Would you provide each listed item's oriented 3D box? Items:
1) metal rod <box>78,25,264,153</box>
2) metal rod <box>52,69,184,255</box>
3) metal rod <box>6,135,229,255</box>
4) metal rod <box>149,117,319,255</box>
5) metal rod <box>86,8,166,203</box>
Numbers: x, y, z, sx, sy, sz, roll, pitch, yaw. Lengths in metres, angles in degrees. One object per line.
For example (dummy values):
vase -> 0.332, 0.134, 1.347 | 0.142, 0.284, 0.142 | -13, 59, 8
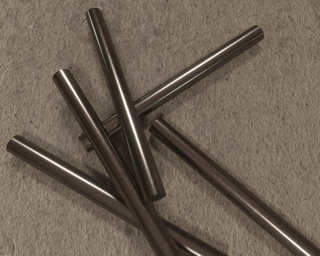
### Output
metal rod -> 0.024, -0.060, 0.430 | 0.301, 0.025, 0.025 | -34, 74, -12
metal rod -> -0.048, 0.050, 0.361 | 0.025, 0.025, 0.299 | -31, 73, -11
metal rod -> -0.056, 0.089, 0.374 | 0.301, 0.025, 0.025 | 28, 72, 9
metal rod -> 0.106, 0.089, 0.376 | 0.300, 0.025, 0.025 | 40, 75, 13
metal rod -> -0.053, -0.048, 0.401 | 0.025, 0.025, 0.299 | -18, 62, -7
